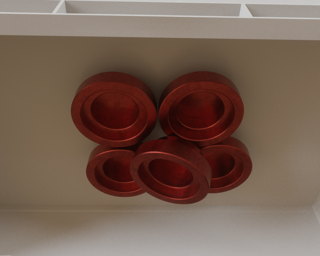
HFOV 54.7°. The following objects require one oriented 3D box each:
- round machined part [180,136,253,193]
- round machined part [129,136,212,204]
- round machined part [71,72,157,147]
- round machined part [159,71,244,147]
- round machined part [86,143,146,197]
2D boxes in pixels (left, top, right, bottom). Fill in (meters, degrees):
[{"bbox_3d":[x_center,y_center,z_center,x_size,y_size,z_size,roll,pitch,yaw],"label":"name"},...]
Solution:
[{"bbox_3d":[0.076,0.045,0.435,0.099,0.042,0.097,-1,130,0],"label":"round machined part"},{"bbox_3d":[0.016,0.048,0.381,0.098,0.042,0.097,13,137,13],"label":"round machined part"},{"bbox_3d":[-0.053,-0.026,0.373,0.099,0.042,0.097,-1,130,0],"label":"round machined part"},{"bbox_3d":[0.047,-0.026,0.374,0.099,0.042,0.097,-1,130,0],"label":"round machined part"},{"bbox_3d":[-0.052,0.051,0.439,0.099,0.042,0.097,-1,130,0],"label":"round machined part"}]
